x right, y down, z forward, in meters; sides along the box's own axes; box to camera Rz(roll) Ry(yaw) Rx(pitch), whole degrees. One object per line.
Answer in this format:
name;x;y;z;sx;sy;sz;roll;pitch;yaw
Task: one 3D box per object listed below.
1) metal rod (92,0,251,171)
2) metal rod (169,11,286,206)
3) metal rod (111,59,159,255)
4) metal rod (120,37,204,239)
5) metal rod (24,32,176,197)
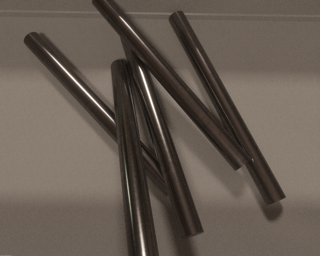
metal rod;0.008;-0.069;0.408;0.025;0.025;0.300;-37;79;-13
metal rod;0.084;-0.040;0.425;0.025;0.025;0.299;-22;72;-8
metal rod;-0.034;0.018;0.340;0.025;0.025;0.300;-9;46;-4
metal rod;-0.007;-0.013;0.397;0.025;0.025;0.299;-15;65;-6
metal rod;-0.086;-0.027;0.418;0.025;0.025;0.300;-41;76;-14
